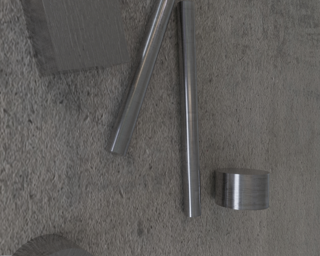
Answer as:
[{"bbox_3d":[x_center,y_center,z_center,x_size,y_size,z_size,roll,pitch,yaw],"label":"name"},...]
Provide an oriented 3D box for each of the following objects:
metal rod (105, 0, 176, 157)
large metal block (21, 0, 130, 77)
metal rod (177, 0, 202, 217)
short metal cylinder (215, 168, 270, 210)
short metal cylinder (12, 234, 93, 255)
[{"bbox_3d":[-0.010,-0.110,0.395,0.025,0.025,0.299,27,73,-37],"label":"metal rod"},{"bbox_3d":[-0.085,-0.100,0.317,0.081,0.050,0.079,-18,101,-39],"label":"large metal block"},{"bbox_3d":[0.042,-0.025,0.439,0.025,0.025,0.298,-4,92,-40],"label":"metal rod"},{"bbox_3d":[0.125,0.091,0.474,0.081,0.080,0.050,2,89,-40],"label":"short metal cylinder"},{"bbox_3d":[-0.104,0.151,0.301,0.081,0.050,0.080,0,90,-40],"label":"short metal cylinder"}]
